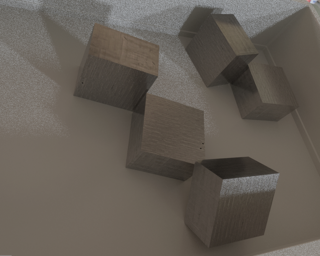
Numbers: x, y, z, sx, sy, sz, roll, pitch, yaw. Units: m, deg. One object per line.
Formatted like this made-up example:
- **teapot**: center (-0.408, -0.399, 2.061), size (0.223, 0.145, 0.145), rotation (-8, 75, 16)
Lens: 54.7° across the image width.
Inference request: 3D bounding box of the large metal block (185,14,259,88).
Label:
- **large metal block**: center (0.096, -0.123, 0.497), size (0.050, 0.080, 0.080), rotation (-14, 69, -34)

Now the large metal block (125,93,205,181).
- **large metal block**: center (0.008, 0.013, 0.386), size (0.081, 0.050, 0.080), rotation (16, 55, -19)

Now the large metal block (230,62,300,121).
- **large metal block**: center (0.172, -0.060, 0.518), size (0.081, 0.050, 0.080), rotation (3, 61, -27)

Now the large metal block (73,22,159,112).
- **large metal block**: center (-0.055, -0.071, 0.384), size (0.081, 0.080, 0.050), rotation (15, 56, -20)

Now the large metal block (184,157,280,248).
- **large metal block**: center (0.081, 0.081, 0.356), size (0.081, 0.079, 0.050), rotation (0, 17, -28)
